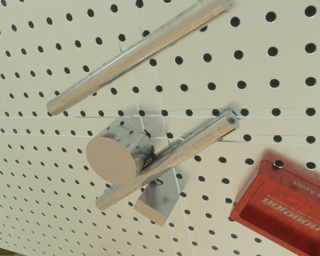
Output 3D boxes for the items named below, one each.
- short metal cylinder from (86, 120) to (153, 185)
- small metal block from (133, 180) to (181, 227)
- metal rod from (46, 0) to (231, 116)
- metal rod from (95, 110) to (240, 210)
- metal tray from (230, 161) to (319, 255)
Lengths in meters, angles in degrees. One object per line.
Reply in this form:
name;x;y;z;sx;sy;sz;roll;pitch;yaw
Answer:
short metal cylinder;-0.058;0.035;0.445;0.080;0.050;0.079;13;124;20
small metal block;-0.004;0.111;0.464;0.050;0.050;0.025;30;128;8
metal rod;-0.050;-0.078;0.388;0.299;0.025;0.025;-23;106;36
metal rod;-0.009;0.062;0.452;0.025;0.025;0.299;48;128;-6
metal tray;0.166;0.108;0.386;0.130;0.030;0.089;27;128;10
